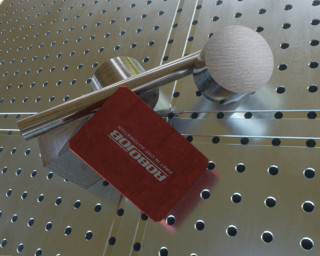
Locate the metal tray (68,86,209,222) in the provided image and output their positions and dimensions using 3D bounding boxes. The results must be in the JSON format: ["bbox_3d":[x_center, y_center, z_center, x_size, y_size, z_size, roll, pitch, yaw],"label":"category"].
[{"bbox_3d":[-0.023,0.028,0.347,0.130,0.030,0.090,42,84,-3],"label":"metal tray"}]

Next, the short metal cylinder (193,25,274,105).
[{"bbox_3d":[0.084,-0.072,0.366,0.081,0.050,0.080,2,79,-9],"label":"short metal cylinder"}]

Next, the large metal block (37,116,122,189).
[{"bbox_3d":[-0.096,0.026,0.405,0.080,0.080,0.050,-34,52,5],"label":"large metal block"}]

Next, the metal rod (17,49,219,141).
[{"bbox_3d":[-0.021,-0.056,0.383,0.302,0.025,0.025,-24,50,-14],"label":"metal rod"}]

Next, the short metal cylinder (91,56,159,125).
[{"bbox_3d":[-0.048,-0.051,0.428,0.080,0.080,0.050,-37,51,3],"label":"short metal cylinder"}]
